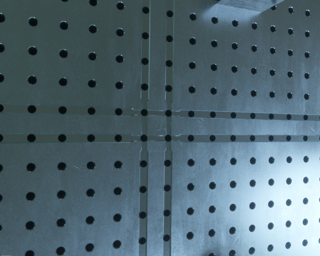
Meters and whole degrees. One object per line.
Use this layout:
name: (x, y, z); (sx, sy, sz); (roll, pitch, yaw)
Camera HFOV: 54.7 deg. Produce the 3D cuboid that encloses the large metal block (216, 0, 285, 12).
large metal block: (0.131, -0.222, 0.447); (0.081, 0.050, 0.080); (2, 90, -20)
